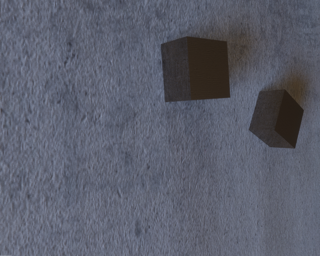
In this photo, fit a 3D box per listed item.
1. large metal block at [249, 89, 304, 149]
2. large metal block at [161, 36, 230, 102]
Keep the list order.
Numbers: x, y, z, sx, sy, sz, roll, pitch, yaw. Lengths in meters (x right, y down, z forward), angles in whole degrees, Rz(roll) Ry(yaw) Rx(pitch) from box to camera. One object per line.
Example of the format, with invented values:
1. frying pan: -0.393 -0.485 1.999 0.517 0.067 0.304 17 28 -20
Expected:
1. large metal block: 0.217 -0.015 0.574 0.080 0.050 0.080 32 70 -36
2. large metal block: 0.051 -0.079 0.433 0.081 0.050 0.079 -8 95 -40
